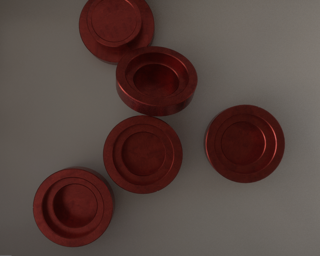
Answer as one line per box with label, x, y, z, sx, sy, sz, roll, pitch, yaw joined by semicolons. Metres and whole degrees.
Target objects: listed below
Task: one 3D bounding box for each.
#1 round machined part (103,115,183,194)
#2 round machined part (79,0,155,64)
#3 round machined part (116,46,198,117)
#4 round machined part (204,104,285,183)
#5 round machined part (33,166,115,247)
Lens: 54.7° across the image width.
round machined part;-0.021;0.033;0.403;0.099;0.042;0.097;0;90;0
round machined part;-0.056;-0.134;0.402;0.099;0.042;0.097;0;90;0
round machined part;-0.005;-0.053;0.388;0.099;0.042;0.098;4;56;-5
round machined part;0.106;0.019;0.404;0.099;0.042;0.097;0;90;0
round machined part;-0.107;0.098;0.402;0.099;0.042;0.097;0;90;0
